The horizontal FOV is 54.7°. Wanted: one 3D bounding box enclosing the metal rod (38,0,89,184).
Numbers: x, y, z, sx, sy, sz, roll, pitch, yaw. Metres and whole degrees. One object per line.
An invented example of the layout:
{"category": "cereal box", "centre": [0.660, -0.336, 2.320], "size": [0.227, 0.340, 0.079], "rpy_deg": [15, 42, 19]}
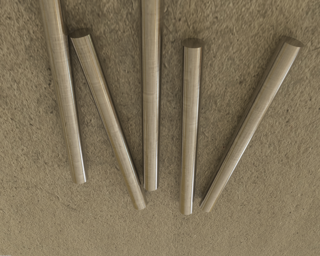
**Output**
{"category": "metal rod", "centre": [-0.112, -0.038, 0.373], "size": [0.025, 0.025, 0.298], "rpy_deg": [2, 130, -2]}

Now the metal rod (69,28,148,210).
{"category": "metal rod", "centre": [-0.057, 0.013, 0.417], "size": [0.025, 0.025, 0.298], "rpy_deg": [-7, 130, 6]}

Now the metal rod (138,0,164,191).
{"category": "metal rod", "centre": [-0.011, -0.026, 0.384], "size": [0.025, 0.025, 0.298], "rpy_deg": [1, 130, -1]}

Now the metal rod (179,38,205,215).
{"category": "metal rod", "centre": [0.040, 0.023, 0.426], "size": [0.025, 0.025, 0.298], "rpy_deg": [-1, 130, 1]}

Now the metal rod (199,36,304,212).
{"category": "metal rod", "centre": [0.109, 0.019, 0.423], "size": [0.025, 0.025, 0.298], "rpy_deg": [9, 130, -8]}
